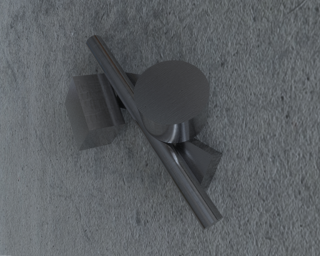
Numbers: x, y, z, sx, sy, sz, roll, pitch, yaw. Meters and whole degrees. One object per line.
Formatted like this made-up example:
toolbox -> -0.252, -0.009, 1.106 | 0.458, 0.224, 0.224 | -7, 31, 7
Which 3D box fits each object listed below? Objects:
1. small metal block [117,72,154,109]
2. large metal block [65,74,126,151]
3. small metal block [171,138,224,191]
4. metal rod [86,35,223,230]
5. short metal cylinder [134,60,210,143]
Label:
small metal block -> -0.033, -0.050, 0.432 | 0.050, 0.025, 0.050 | 16, 100, 38
large metal block -> -0.097, -0.022, 0.446 | 0.080, 0.050, 0.080 | -45, 61, 57
small metal block -> 0.041, 0.042, 0.372 | 0.050, 0.025, 0.050 | 31, 109, 35
metal rod -> -0.020, -0.012, 0.388 | 0.025, 0.025, 0.299 | -48, 62, 29
short metal cylinder -> 0.015, -0.029, 0.350 | 0.080, 0.050, 0.080 | -2, 65, 6
